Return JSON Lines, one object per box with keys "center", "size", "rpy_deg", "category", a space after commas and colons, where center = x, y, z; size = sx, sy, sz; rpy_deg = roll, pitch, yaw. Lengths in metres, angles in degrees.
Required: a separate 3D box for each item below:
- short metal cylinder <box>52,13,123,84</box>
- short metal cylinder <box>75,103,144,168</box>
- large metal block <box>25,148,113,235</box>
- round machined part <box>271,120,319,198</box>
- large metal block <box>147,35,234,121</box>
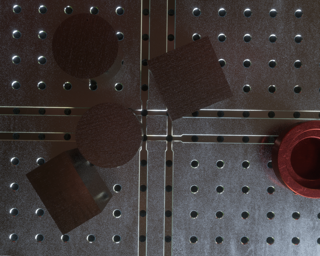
{"center": [-0.091, -0.099, 0.400], "size": [0.081, 0.050, 0.080], "rpy_deg": [0, 90, 0], "category": "short metal cylinder"}
{"center": [-0.062, 0.009, 0.400], "size": [0.081, 0.050, 0.080], "rpy_deg": [0, 90, 0], "category": "short metal cylinder"}
{"center": [-0.107, 0.073, 0.385], "size": [0.050, 0.080, 0.080], "rpy_deg": [-31, 90, 0], "category": "large metal block"}
{"center": [0.195, 0.039, 0.406], "size": [0.099, 0.042, 0.097], "rpy_deg": [0, 90, 0], "category": "round machined part"}
{"center": [0.037, -0.061, 0.401], "size": [0.080, 0.050, 0.080], "rpy_deg": [-23, 90, 0], "category": "large metal block"}
